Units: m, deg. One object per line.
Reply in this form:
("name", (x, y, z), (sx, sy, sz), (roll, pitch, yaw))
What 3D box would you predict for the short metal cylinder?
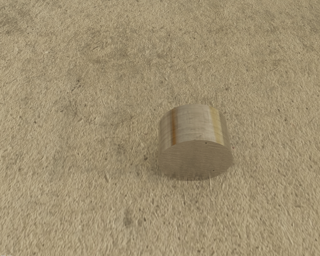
("short metal cylinder", (0.038, 0.018, 0.353), (0.080, 0.080, 0.050), (0, 50, 0))
